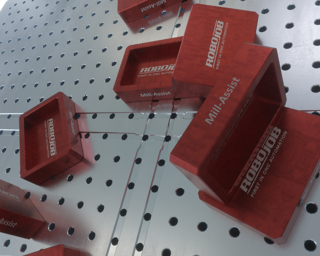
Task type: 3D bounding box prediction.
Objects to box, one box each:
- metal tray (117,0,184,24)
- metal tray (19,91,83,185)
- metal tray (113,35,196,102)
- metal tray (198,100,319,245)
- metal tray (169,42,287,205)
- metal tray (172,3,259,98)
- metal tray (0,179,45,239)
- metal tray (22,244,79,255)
[{"bbox_3d":[-0.014,-0.253,0.569,0.130,0.030,0.090,-16,55,19],"label":"metal tray"},{"bbox_3d":[-0.176,0.013,0.490,0.090,0.030,0.130,-29,52,9],"label":"metal tray"},{"bbox_3d":[0.002,-0.087,0.458,0.130,0.030,0.090,-2,61,27],"label":"metal tray"},{"bbox_3d":[0.111,0.039,0.323,0.090,0.030,0.130,23,74,36],"label":"metal tray"},{"bbox_3d":[0.071,-0.002,0.291,0.030,0.090,0.130,25,75,37],"label":"metal tray"},{"bbox_3d":[0.074,-0.101,0.408,0.090,0.030,0.130,12,66,9],"label":"metal tray"},{"bbox_3d":[-0.223,0.093,0.402,0.090,0.130,0.030,32,80,38],"label":"metal tray"},{"bbox_3d":[-0.159,0.201,0.367,0.130,0.030,0.090,-21,54,15],"label":"metal tray"}]
